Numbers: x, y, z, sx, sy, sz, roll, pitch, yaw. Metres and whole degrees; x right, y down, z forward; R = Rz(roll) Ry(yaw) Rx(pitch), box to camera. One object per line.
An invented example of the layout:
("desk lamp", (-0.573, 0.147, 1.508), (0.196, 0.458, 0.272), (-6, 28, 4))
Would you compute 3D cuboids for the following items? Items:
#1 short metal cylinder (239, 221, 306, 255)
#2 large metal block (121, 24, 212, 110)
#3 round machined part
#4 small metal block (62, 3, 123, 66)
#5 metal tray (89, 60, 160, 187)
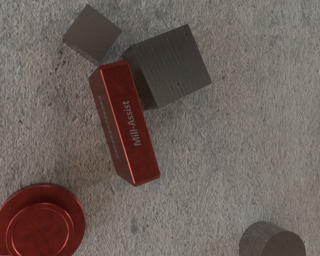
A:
("short metal cylinder", (0.165, 0.184, 0.457), (0.081, 0.050, 0.080), (0, 90, -20))
("large metal block", (0.008, -0.076, 0.399), (0.081, 0.050, 0.080), (-27, 99, -18))
("round machined part", (-0.135, 0.114, 0.351), (0.099, 0.042, 0.097), (0, 90, -20))
("small metal block", (-0.083, -0.112, 0.378), (0.050, 0.025, 0.050), (35, 79, -17))
("metal tray", (-0.044, -0.005, 0.358), (0.030, 0.090, 0.129), (-18, 96, -19))
